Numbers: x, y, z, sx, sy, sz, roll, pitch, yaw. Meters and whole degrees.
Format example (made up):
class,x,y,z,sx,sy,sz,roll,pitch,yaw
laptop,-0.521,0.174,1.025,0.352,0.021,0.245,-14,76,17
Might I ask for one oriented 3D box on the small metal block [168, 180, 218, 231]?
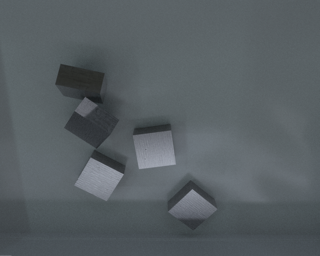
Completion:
class,x,y,z,sx,sy,sz,roll,pitch,yaw
small metal block,0.047,0.114,0.454,0.050,0.025,0.050,40,105,-14

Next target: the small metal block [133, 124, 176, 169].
class,x,y,z,sx,sy,sz,roll,pitch,yaw
small metal block,-0.007,0.025,0.421,0.050,0.025,0.050,-8,110,2

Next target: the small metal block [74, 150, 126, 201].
class,x,y,z,sx,sy,sz,roll,pitch,yaw
small metal block,-0.084,0.067,0.435,0.050,0.025,0.050,29,107,-11

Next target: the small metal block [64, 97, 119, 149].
class,x,y,z,sx,sy,sz,roll,pitch,yaw
small metal block,-0.088,-0.005,0.395,0.050,0.025,0.050,35,143,-13

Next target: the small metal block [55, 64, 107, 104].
class,x,y,z,sx,sy,sz,roll,pitch,yaw
small metal block,-0.093,-0.052,0.375,0.050,0.050,0.025,11,80,-5
